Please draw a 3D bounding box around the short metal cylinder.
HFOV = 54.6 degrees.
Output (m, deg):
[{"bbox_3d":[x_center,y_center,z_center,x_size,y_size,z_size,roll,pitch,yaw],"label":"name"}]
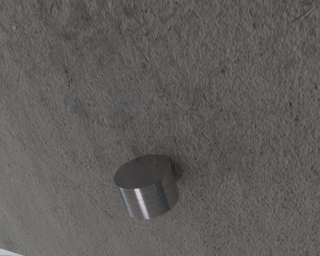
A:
[{"bbox_3d":[-0.018,0.079,0.430,0.080,0.080,0.050,-2,118,29],"label":"short metal cylinder"}]
